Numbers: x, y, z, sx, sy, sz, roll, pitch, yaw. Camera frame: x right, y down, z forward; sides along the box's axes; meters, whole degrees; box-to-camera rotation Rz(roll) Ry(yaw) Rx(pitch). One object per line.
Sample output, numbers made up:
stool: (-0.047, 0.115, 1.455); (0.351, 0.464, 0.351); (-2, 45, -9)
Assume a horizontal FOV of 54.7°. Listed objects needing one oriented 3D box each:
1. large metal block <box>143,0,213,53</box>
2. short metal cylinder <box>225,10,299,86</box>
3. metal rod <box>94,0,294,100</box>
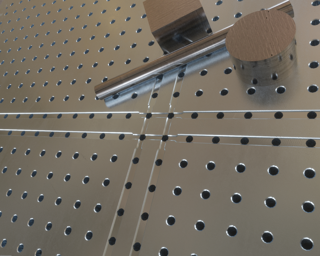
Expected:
large metal block: (0.026, -0.174, 0.484); (0.080, 0.050, 0.080); (-23, 53, 13)
short metal cylinder: (0.128, -0.099, 0.386); (0.080, 0.050, 0.080); (-13, 56, 21)
metal rod: (0.039, -0.108, 0.452); (0.301, 0.025, 0.025); (-21, 54, 15)
